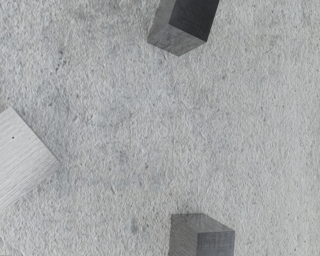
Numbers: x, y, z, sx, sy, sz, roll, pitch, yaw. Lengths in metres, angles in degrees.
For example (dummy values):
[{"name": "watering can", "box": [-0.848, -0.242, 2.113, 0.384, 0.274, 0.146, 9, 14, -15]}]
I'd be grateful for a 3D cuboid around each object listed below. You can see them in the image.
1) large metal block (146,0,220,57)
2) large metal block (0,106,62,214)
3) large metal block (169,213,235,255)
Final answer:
[{"name": "large metal block", "box": [0.030, -0.145, 0.390, 0.050, 0.080, 0.080, 20, 84, -19]}, {"name": "large metal block", "box": [-0.166, 0.034, 0.334, 0.080, 0.050, 0.080, -40, 103, -16]}, {"name": "large metal block", "box": [0.050, 0.161, 0.398, 0.050, 0.080, 0.080, 4, 89, -20]}]
